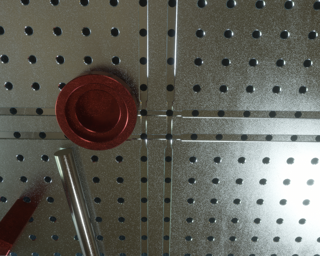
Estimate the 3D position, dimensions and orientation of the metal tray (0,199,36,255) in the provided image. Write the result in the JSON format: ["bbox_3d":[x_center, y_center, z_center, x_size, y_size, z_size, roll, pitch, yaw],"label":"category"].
[{"bbox_3d":[-0.231,0.177,0.441,0.030,0.090,0.129,30,107,-11],"label":"metal tray"}]

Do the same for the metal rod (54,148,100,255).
[{"bbox_3d":[-0.111,0.171,0.475,0.025,0.025,0.298,-8,110,3],"label":"metal rod"}]

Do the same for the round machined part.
[{"bbox_3d":[-0.077,-0.024,0.395,0.099,0.042,0.097,0,110,0],"label":"round machined part"}]
